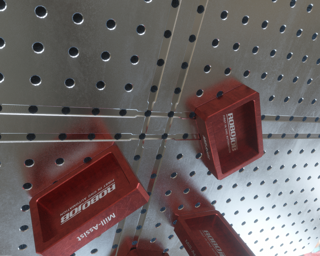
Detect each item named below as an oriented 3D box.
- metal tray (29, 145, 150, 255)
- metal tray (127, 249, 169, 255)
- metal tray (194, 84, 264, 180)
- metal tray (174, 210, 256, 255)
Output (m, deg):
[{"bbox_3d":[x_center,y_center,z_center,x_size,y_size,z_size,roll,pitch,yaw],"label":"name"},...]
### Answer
[{"bbox_3d":[-0.088,0.087,0.374,0.130,0.090,0.030,-33,129,-7],"label":"metal tray"},{"bbox_3d":[-0.044,0.279,0.556,0.090,0.030,0.130,25,105,-37],"label":"metal tray"},{"bbox_3d":[0.109,0.010,0.472,0.090,0.030,0.129,-27,128,-11],"label":"metal tray"},{"bbox_3d":[0.092,0.196,0.514,0.091,0.130,0.030,0,119,-28],"label":"metal tray"}]
